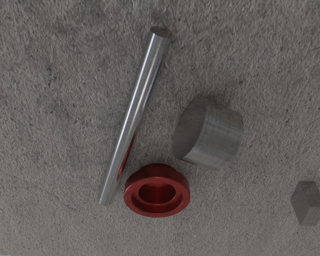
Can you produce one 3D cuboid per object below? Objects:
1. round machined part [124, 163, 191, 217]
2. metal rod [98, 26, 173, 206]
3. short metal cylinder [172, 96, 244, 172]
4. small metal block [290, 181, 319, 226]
[{"bbox_3d":[-0.004,0.091,0.474,0.099,0.042,0.097,0,130,0],"label":"round machined part"},{"bbox_3d":[-0.044,0.009,0.413,0.025,0.025,0.298,14,129,-12],"label":"metal rod"},{"bbox_3d":[0.056,0.007,0.378,0.050,0.080,0.079,21,127,-17],"label":"short metal cylinder"},{"bbox_3d":[0.236,0.121,0.496,0.025,0.050,0.050,0,130,-1],"label":"small metal block"}]
